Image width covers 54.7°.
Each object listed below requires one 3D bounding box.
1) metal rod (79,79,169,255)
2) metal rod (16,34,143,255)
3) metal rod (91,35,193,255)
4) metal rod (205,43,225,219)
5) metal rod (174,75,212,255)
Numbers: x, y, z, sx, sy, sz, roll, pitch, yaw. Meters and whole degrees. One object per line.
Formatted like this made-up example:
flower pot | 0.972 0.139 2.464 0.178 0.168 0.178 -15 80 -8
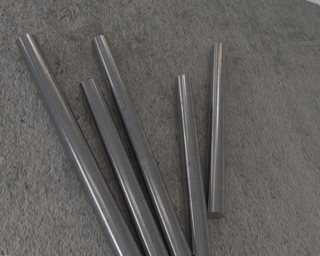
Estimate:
metal rod | -0.030 0.075 0.341 0.025 0.025 0.299 -12 68 -33
metal rod | -0.092 0.019 0.341 0.025 0.025 0.299 -19 72 -35
metal rod | -0.030 0.010 0.381 0.025 0.025 0.299 -9 66 -32
metal rod | 0.084 -0.017 0.458 0.025 0.025 0.300 20 54 -17
metal rod | 0.041 0.057 0.390 0.025 0.025 0.299 11 57 -22
